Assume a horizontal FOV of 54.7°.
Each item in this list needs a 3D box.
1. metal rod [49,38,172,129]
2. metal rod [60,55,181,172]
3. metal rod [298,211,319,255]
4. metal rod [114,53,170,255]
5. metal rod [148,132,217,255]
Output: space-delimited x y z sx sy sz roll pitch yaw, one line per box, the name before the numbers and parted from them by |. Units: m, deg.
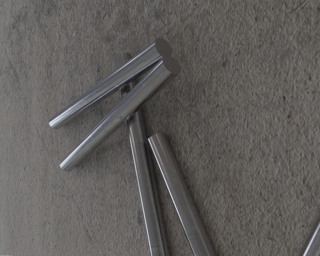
metal rod | -0.092 -0.050 0.455 0.299 0.025 0.025 -23 76 46
metal rod | -0.075 -0.002 0.439 0.299 0.025 0.025 -37 67 43
metal rod | 0.153 0.089 0.278 0.025 0.025 0.298 28 108 36
metal rod | -0.025 0.040 0.425 0.025 0.025 0.299 -19 78 38
metal rod | 0.050 0.143 0.363 0.025 0.025 0.299 -35 68 34
